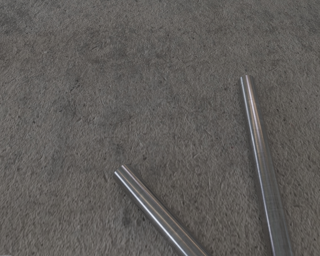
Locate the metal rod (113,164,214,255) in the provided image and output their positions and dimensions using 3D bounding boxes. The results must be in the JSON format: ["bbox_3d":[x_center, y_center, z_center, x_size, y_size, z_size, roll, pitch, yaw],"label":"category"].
[{"bbox_3d":[0.052,0.139,0.286,0.025,0.025,0.300,-33,57,-24],"label":"metal rod"}]

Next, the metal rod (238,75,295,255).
[{"bbox_3d":[0.122,0.045,0.366,0.025,0.025,0.300,2,50,2],"label":"metal rod"}]
